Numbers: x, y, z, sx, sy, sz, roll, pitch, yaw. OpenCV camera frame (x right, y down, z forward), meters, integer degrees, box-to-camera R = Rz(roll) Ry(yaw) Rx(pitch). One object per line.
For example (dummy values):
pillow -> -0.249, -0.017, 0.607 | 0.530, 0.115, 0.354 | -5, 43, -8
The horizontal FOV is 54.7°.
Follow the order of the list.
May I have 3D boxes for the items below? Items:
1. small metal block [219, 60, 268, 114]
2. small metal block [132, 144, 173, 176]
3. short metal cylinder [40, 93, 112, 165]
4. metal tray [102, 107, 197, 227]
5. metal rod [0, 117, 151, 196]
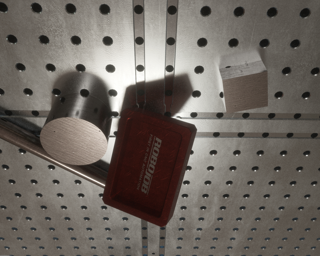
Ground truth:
small metal block -> 0.101, -0.048, 0.372 | 0.050, 0.025, 0.050 | -10, 130, 8
small metal block -> -0.009, 0.045, 0.434 | 0.050, 0.050, 0.025 | -26, 125, 20
short metal cylinder -> -0.104, 0.002, 0.395 | 0.081, 0.050, 0.079 | -1, 130, 0
metal tray -> -0.015, 0.047, 0.390 | 0.090, 0.030, 0.129 | 18, 103, 15
metal rod -> -0.125, 0.054, 0.456 | 0.301, 0.025, 0.025 | 33, 123, -25
